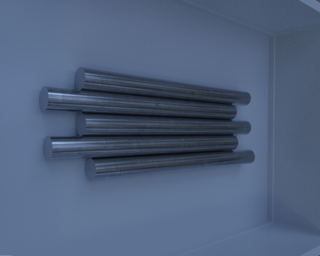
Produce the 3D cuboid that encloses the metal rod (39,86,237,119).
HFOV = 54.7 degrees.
[{"bbox_3d":[0.000,-0.027,0.406,0.302,0.025,0.025,1,90,-40],"label":"metal rod"}]

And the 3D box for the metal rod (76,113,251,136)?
[{"bbox_3d":[0.030,-0.002,0.432,0.302,0.025,0.025,1,90,-40],"label":"metal rod"}]

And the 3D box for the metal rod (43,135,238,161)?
[{"bbox_3d":[0.002,0.022,0.409,0.302,0.025,0.025,1,90,-40],"label":"metal rod"}]

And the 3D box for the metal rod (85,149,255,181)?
[{"bbox_3d":[0.039,0.048,0.440,0.302,0.025,0.025,1,90,-40],"label":"metal rod"}]

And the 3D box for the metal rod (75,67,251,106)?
[{"bbox_3d":[0.029,-0.052,0.431,0.302,0.025,0.025,1,90,-40],"label":"metal rod"}]
